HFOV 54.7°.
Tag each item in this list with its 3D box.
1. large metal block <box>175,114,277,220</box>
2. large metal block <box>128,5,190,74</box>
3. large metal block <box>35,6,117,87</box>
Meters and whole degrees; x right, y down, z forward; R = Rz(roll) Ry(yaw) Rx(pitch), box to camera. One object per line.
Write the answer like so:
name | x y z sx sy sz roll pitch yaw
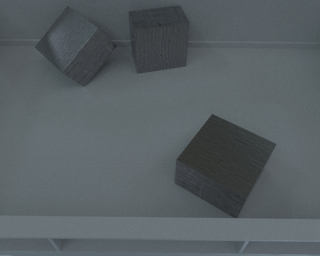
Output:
large metal block | 0.073 0.041 0.354 0.080 0.050 0.080 28 55 21
large metal block | -0.002 -0.137 0.485 0.081 0.080 0.050 -11 51 -9
large metal block | -0.127 -0.123 0.469 0.080 0.050 0.080 41 93 28
